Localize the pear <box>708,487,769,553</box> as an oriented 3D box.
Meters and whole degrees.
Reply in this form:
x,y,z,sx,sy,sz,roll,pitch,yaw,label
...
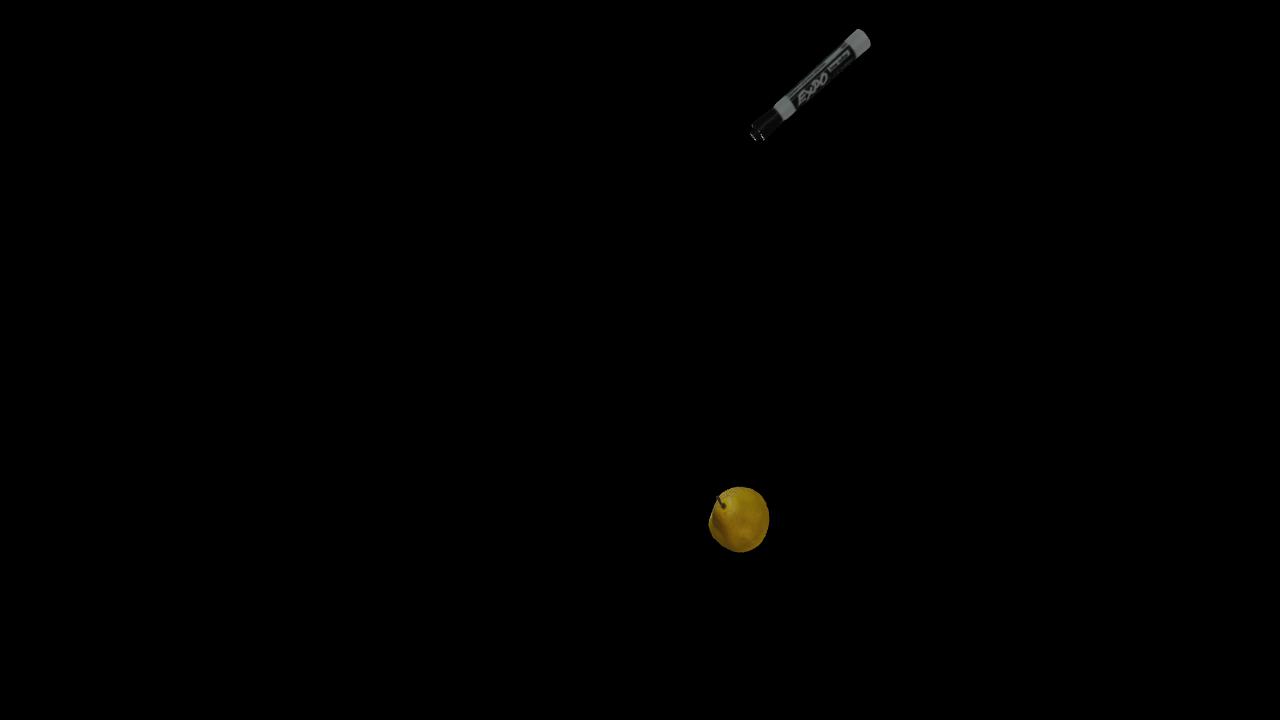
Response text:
x,y,z,sx,sy,sz,roll,pitch,yaw,label
0.114,0.192,0.749,0.080,0.080,0.111,0,-16,28,pear

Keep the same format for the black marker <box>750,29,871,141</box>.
x,y,z,sx,sy,sz,roll,pitch,yaw,label
0.147,-0.238,0.540,0.121,0.020,0.020,-40,-10,13,black marker
